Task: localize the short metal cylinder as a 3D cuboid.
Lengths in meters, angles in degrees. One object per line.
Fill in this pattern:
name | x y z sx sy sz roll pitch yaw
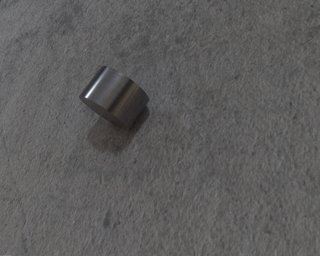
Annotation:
short metal cylinder | -0.062 -0.039 0.424 0.080 0.080 0.050 24 75 36
